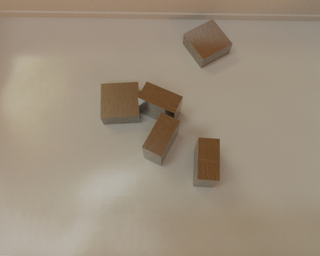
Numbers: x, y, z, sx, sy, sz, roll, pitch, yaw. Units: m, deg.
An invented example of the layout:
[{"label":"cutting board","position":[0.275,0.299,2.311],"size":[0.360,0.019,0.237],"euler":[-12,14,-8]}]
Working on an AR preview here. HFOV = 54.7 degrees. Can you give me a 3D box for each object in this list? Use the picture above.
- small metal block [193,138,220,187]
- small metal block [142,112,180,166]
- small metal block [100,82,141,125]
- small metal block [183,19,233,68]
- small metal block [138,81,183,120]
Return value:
[{"label":"small metal block","position":[0.056,0.044,0.381],"size":[0.025,0.050,0.050],"euler":[4,70,1]},{"label":"small metal block","position":[0.002,0.015,0.391],"size":[0.025,0.050,0.050],"euler":[26,72,9]},{"label":"small metal block","position":[-0.053,-0.033,0.421],"size":[0.050,0.025,0.050],"euler":[-3,70,-1]},{"label":"small metal block","position":[0.069,-0.124,0.455],"size":[0.050,0.025,0.050],"euler":[-29,73,-10]},{"label":"small metal block","position":[0.000,-0.030,0.407],"size":[0.050,0.050,0.025],"euler":[24,72,8]}]
